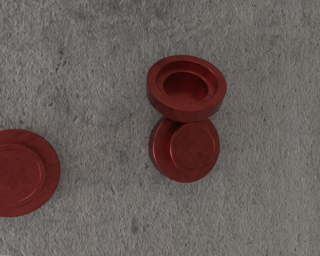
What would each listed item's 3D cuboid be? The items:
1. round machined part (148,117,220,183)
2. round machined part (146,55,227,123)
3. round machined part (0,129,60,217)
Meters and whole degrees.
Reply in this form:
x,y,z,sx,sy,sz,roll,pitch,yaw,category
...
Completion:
x,y,z,sx,sy,sz,roll,pitch,yaw,category
0.038,0.025,0.414,0.099,0.042,0.097,0,90,-20,round machined part
0.031,-0.045,0.394,0.099,0.042,0.098,3,52,-4,round machined part
-0.161,0.050,0.341,0.099,0.042,0.097,0,90,-20,round machined part
